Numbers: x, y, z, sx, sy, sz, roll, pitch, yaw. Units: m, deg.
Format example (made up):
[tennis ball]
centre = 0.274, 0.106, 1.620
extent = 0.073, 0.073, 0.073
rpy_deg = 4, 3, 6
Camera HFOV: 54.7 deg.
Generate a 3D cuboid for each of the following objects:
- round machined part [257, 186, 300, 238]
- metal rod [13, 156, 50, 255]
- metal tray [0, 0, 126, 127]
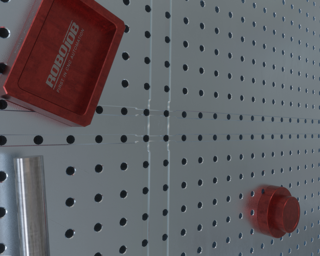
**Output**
[round machined part]
centre = 0.233, 0.162, 0.595
extent = 0.099, 0.042, 0.097
rpy_deg = 0, 90, -40
[metal rod]
centre = -0.110, 0.175, 0.284
extent = 0.025, 0.025, 0.298
rpy_deg = -4, 91, -40
[metal tray]
centre = -0.098, -0.076, 0.324
extent = 0.090, 0.030, 0.130
rpy_deg = 27, 73, -37
